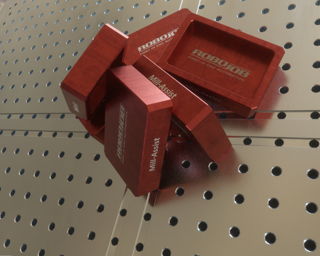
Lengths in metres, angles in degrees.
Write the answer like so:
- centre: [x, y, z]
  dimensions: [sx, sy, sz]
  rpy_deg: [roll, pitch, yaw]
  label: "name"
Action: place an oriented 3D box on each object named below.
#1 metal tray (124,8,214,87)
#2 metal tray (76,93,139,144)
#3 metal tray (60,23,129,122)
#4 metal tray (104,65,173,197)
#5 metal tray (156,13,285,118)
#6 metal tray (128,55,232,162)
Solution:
- centre: [0.007, -0.116, 0.450]
  dimensions: [0.131, 0.030, 0.090]
  rpy_deg: [-29, 54, -8]
  label: "metal tray"
- centre: [-0.066, -0.050, 0.471]
  dimensions: [0.130, 0.030, 0.090]
  rpy_deg: [-43, 52, -2]
  label: "metal tray"
- centre: [-0.081, -0.063, 0.393]
  dimensions: [0.030, 0.130, 0.090]
  rpy_deg: [33, 76, -5]
  label: "metal tray"
- centre: [-0.031, 0.005, 0.361]
  dimensions: [0.030, 0.129, 0.090]
  rpy_deg: [-16, 43, -30]
  label: "metal tray"
- centre: [0.073, -0.080, 0.385]
  dimensions: [0.130, 0.030, 0.090]
  rpy_deg: [27, 75, 14]
  label: "metal tray"
- centre: [0.021, -0.024, 0.370]
  dimensions: [0.030, 0.090, 0.130]
  rpy_deg: [-44, 51, -2]
  label: "metal tray"
